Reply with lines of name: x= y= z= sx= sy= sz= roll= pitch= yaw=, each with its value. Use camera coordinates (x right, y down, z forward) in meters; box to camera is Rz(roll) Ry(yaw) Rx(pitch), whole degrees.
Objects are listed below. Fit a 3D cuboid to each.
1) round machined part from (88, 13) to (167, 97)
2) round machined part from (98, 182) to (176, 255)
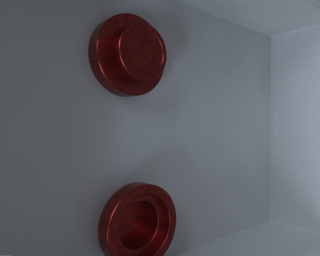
round machined part: x=-0.031 y=-0.087 z=0.369 sx=0.099 sy=0.042 sz=0.097 roll=0 pitch=90 yaw=-40
round machined part: x=-0.031 y=0.113 z=0.370 sx=0.099 sy=0.042 sz=0.097 roll=0 pitch=90 yaw=-40
